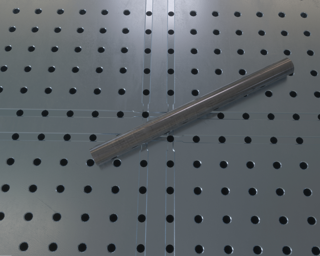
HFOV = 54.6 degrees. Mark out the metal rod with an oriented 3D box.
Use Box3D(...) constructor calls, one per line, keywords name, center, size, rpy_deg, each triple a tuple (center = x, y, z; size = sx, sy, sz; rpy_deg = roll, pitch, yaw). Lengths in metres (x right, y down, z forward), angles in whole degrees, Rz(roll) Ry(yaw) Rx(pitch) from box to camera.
Box3D(name="metal rod", center=(0.049, -0.026, 0.421), size=(0.301, 0.025, 0.025), rpy_deg=(-25, 72, -9))
